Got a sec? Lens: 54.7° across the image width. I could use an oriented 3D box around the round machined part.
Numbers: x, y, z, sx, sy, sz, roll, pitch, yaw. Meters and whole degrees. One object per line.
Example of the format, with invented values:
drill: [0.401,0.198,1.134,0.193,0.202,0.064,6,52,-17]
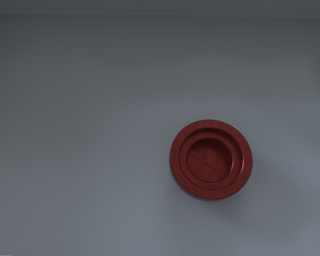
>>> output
round machined part: [0.061,0.042,0.386,0.099,0.042,0.098,0,70,-1]
